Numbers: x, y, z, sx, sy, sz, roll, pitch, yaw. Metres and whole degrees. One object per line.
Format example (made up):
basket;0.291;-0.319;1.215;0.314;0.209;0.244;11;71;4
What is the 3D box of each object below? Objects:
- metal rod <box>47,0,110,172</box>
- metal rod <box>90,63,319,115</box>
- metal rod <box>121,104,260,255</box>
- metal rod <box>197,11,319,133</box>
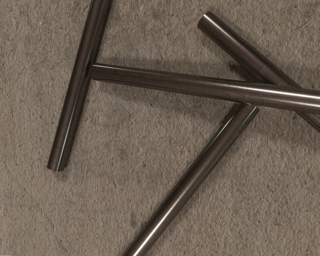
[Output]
metal rod;-0.113;-0.082;0.447;0.025;0.025;0.298;19;96;18
metal rod;0.043;-0.052;0.377;0.301;0.025;0.025;12;94;25
metal rod;0.024;0.090;0.399;0.025;0.025;0.299;39;102;15
metal rod;0.158;-0.032;0.353;0.300;0.025;0.025;45;104;14
